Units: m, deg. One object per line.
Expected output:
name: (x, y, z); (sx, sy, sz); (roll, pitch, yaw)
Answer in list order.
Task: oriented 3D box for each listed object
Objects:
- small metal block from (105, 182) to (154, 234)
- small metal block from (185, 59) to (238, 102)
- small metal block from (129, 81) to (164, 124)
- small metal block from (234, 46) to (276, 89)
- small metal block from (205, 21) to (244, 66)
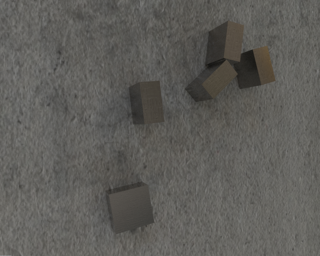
small metal block: (-0.039, 0.101, 0.396); (0.050, 0.025, 0.050); (-11, 94, -20)
small metal block: (0.069, -0.063, 0.422); (0.050, 0.050, 0.025); (-45, 105, -15)
small metal block: (-0.018, -0.031, 0.390); (0.025, 0.050, 0.050); (-8, 93, -20)
small metal block: (0.134, -0.086, 0.447); (0.025, 0.050, 0.050); (-18, 96, -19)
small metal block: (0.089, -0.114, 0.430); (0.025, 0.050, 0.050); (8, 87, -20)
